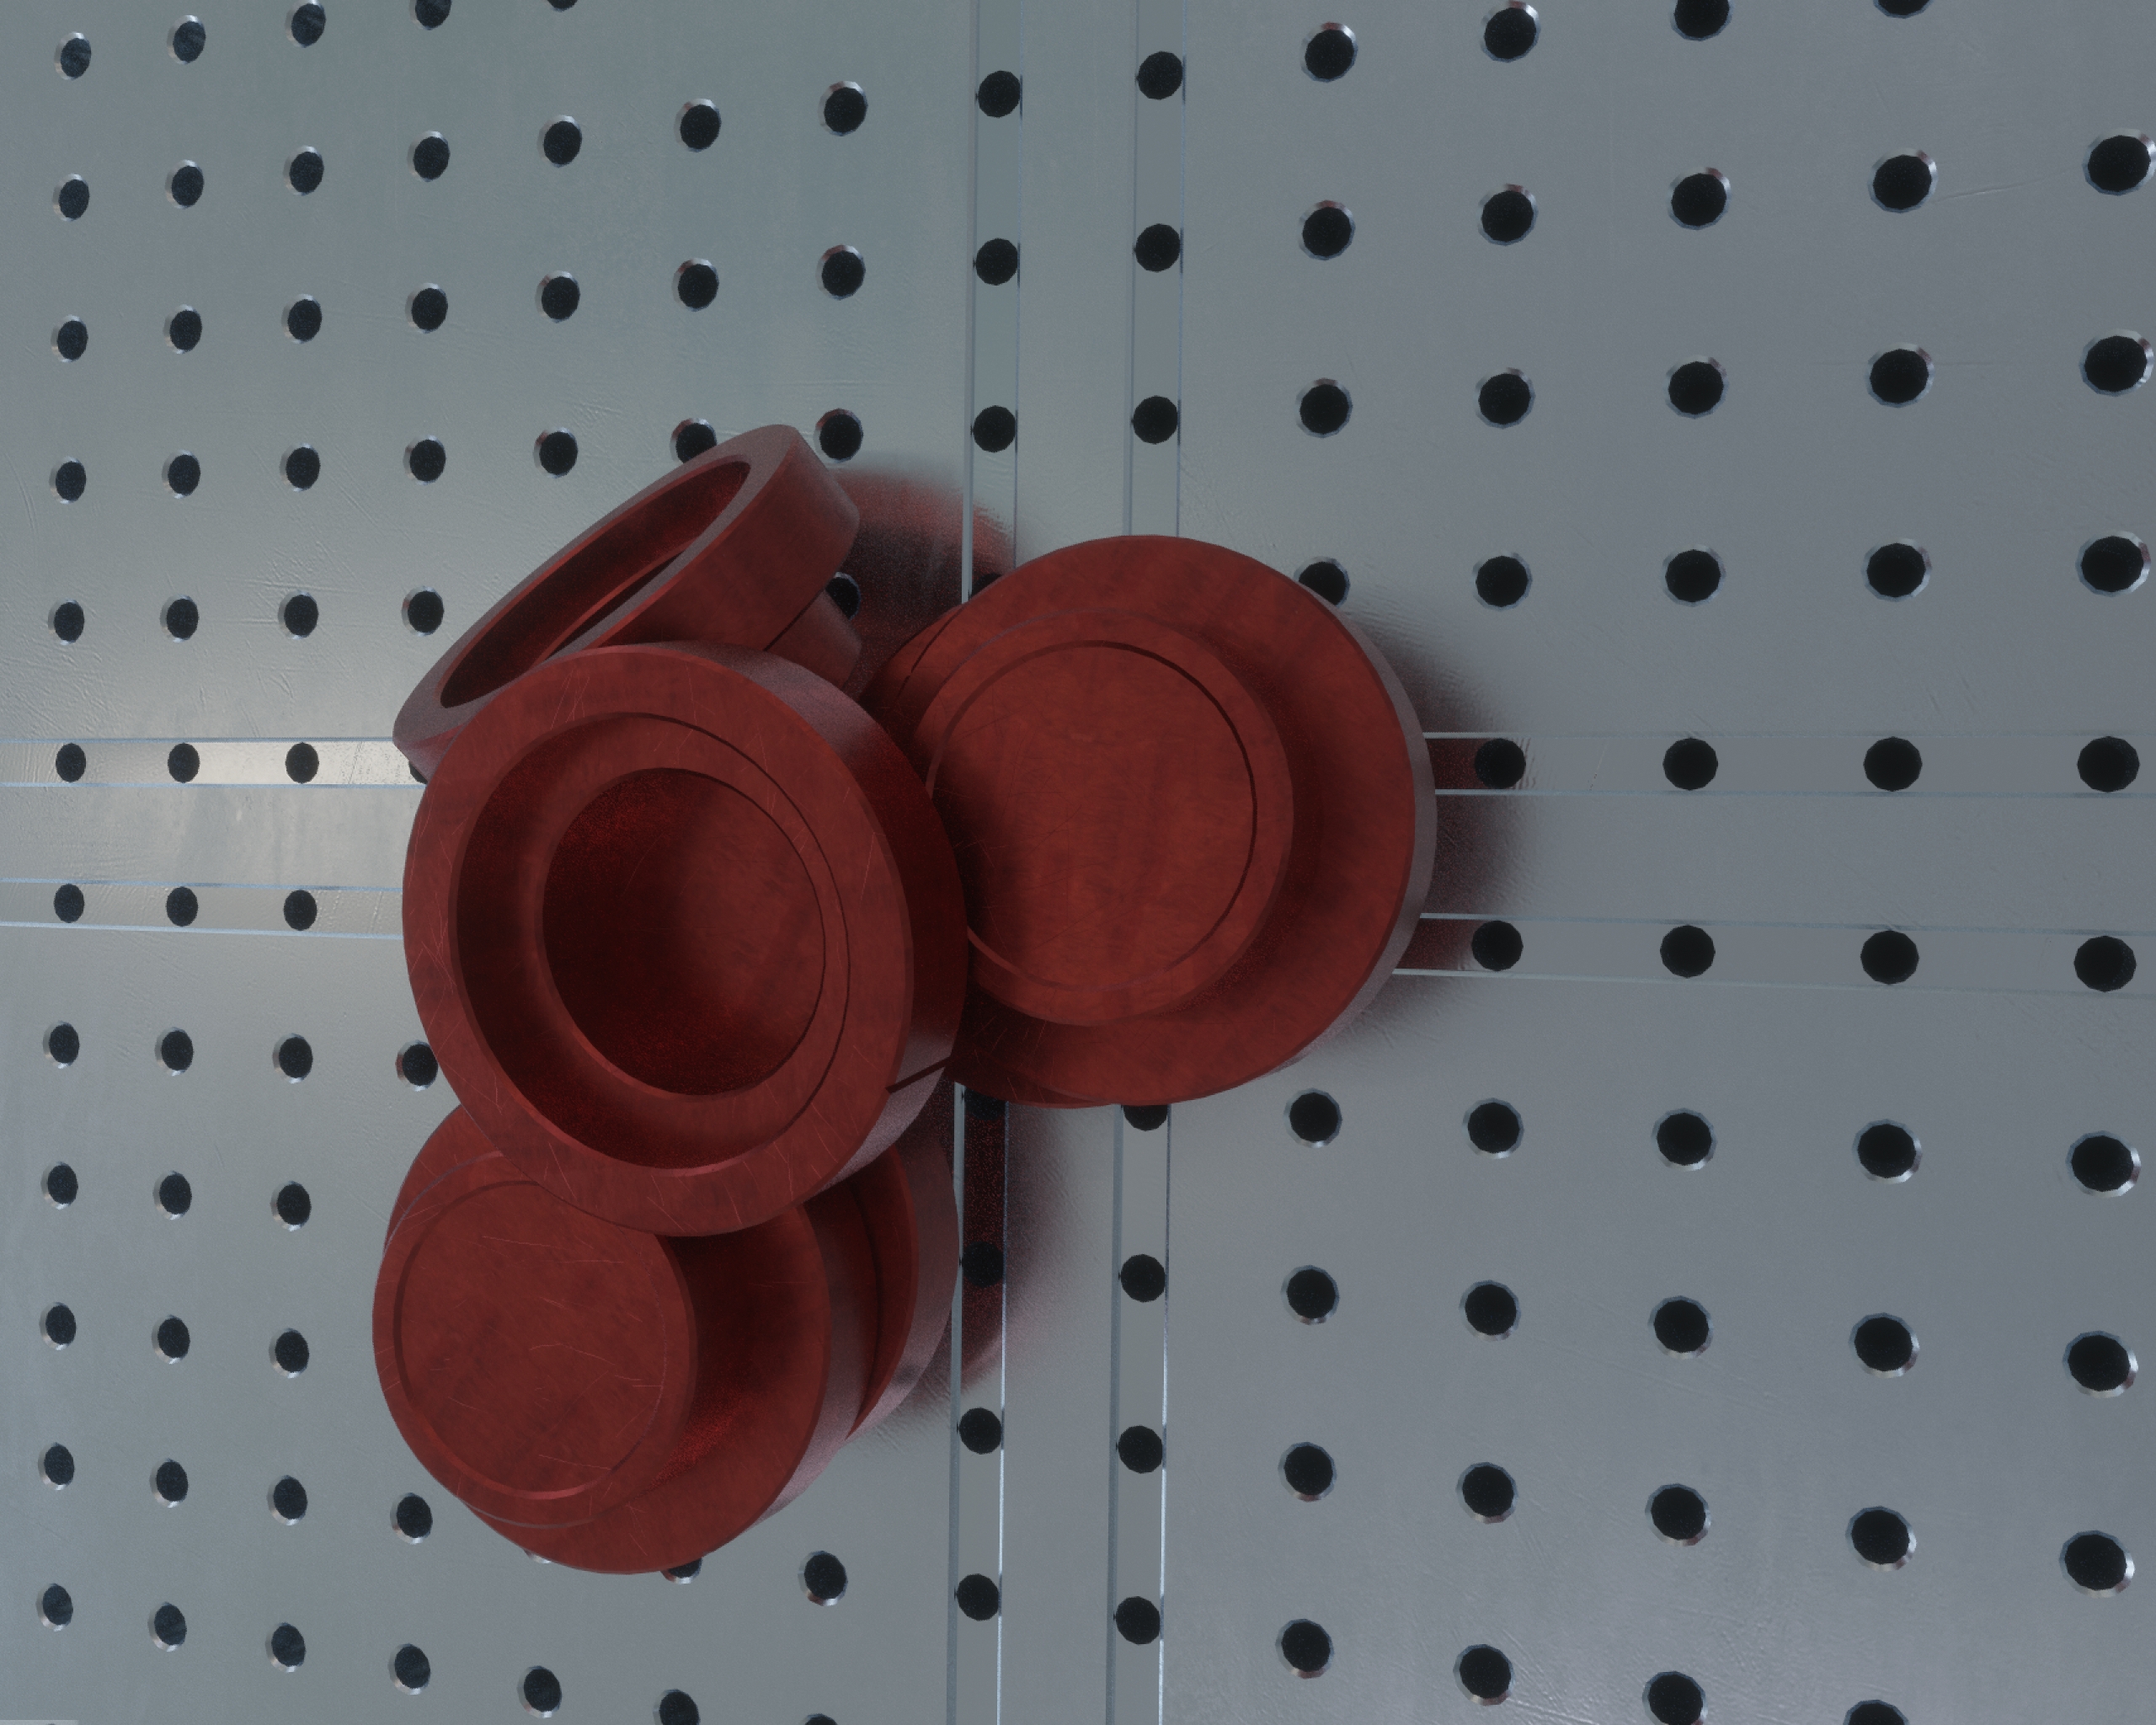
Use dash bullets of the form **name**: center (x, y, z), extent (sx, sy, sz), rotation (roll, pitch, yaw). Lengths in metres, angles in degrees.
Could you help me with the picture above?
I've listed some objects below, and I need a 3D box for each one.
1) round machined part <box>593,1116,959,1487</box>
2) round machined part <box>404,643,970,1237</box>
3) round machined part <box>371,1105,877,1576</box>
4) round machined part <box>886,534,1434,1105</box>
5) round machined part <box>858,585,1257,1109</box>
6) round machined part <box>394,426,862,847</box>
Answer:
- **round machined part**: center (-0.077, 0.075, 0.409), extent (0.098, 0.042, 0.097), rotation (0, 90, 20)
- **round machined part**: center (-0.062, 0.011, 0.358), extent (0.098, 0.042, 0.097), rotation (4, 99, 22)
- **round machined part**: center (-0.091, 0.085, 0.391), extent (0.098, 0.042, 0.097), rotation (0, 90, 20)
- **round machined part**: center (0.008, -0.007, 0.355), extent (0.098, 0.042, 0.097), rotation (0, 89, 20)
- **round machined part**: center (-0.004, -0.003, 0.383), extent (0.098, 0.042, 0.097), rotation (0, 90, 20)
- **round machined part**: center (-0.082, -0.040, 0.413), extent (0.098, 0.098, 0.042), rotation (-29, 116, 17)
